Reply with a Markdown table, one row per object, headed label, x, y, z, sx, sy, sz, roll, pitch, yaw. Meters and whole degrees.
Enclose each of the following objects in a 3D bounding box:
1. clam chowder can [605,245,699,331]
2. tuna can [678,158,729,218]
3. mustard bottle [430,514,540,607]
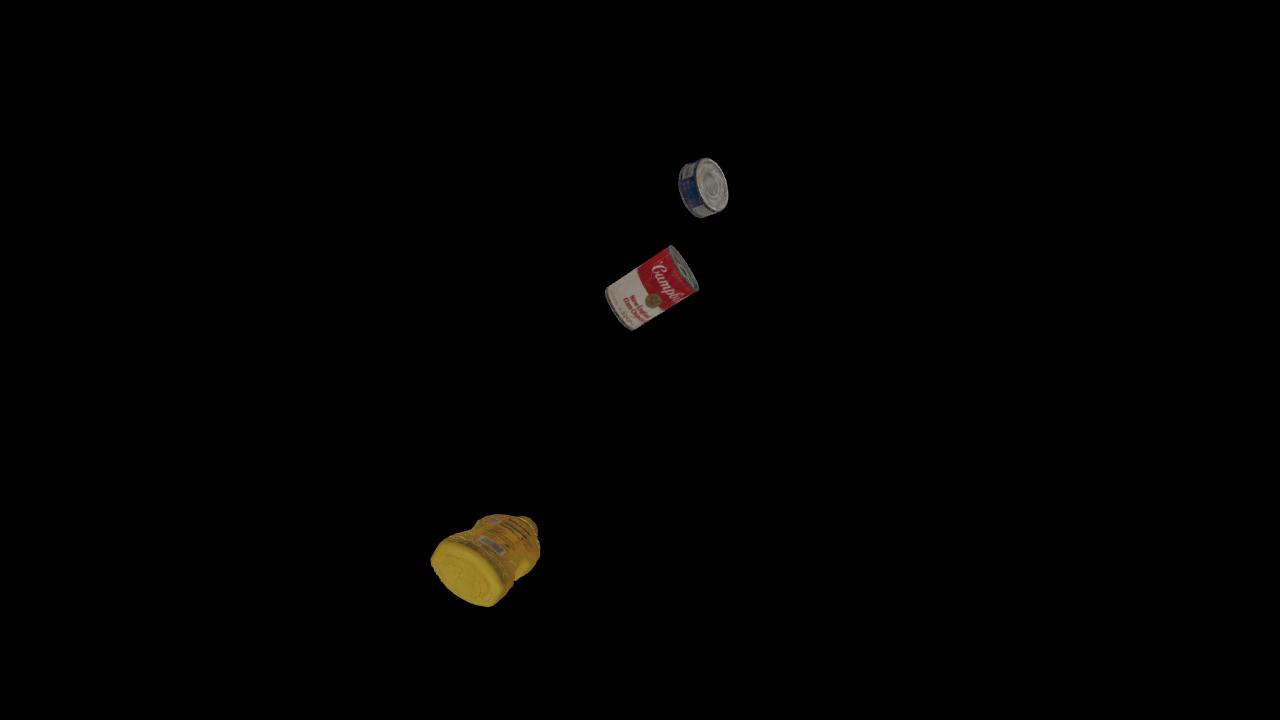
| label | x | y | z | sx | sy | sz | roll | pitch | yaw |
| --- | --- | --- | --- | --- | --- | --- | --- | --- | --- |
| clam chowder can | 0.015 | -0.091 | 0.784 | 0.102 | 0.068 | 0.068 | -31 | -10 | 18 |
| tuna can | 0.097 | -0.259 | 0.925 | 0.034 | 0.084 | 0.084 | -9 | -6 | 43 |
| mustard bottle | -0.168 | 0.227 | 0.744 | 0.092 | 0.054 | 0.184 | 27 | 6 | 10 |
